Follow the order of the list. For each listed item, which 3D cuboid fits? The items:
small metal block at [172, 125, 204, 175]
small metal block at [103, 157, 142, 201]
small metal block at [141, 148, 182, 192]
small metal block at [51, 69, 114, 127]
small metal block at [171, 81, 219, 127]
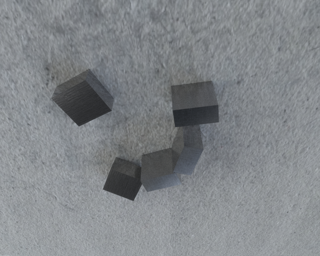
[{"bbox_3d":[0.035,0.026,0.414,0.025,0.050,0.050,11,129,-10],"label":"small metal block"},{"bbox_3d":[-0.053,0.078,0.467,0.050,0.025,0.050,22,128,-4],"label":"small metal block"},{"bbox_3d":[0.001,0.059,0.441,0.050,0.050,0.025,-15,129,12],"label":"small metal block"},{"bbox_3d":[-0.092,-0.036,0.376,0.050,0.025,0.050,-24,127,18],"label":"small metal block"},{"bbox_3d":[0.041,-0.029,0.367,0.050,0.050,0.025,-7,130,5],"label":"small metal block"}]
